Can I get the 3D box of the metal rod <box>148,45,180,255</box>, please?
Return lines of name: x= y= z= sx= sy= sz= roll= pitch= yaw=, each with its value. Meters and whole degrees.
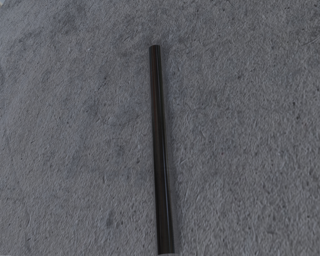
metal rod: x=0.001 y=0.006 z=0.400 sx=0.025 sy=0.025 sz=0.300 roll=-16 pitch=55 yaw=19
